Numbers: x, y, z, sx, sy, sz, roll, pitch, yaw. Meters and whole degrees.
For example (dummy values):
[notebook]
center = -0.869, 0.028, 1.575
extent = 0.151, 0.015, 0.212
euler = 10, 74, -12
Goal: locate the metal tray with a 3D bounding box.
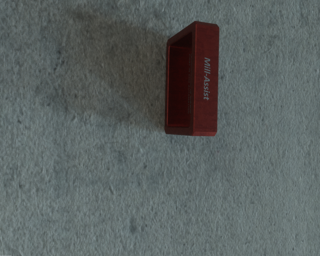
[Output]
[metal tray]
center = 0.037, -0.056, 0.389
extent = 0.030, 0.090, 0.129
euler = 1, 90, -20
